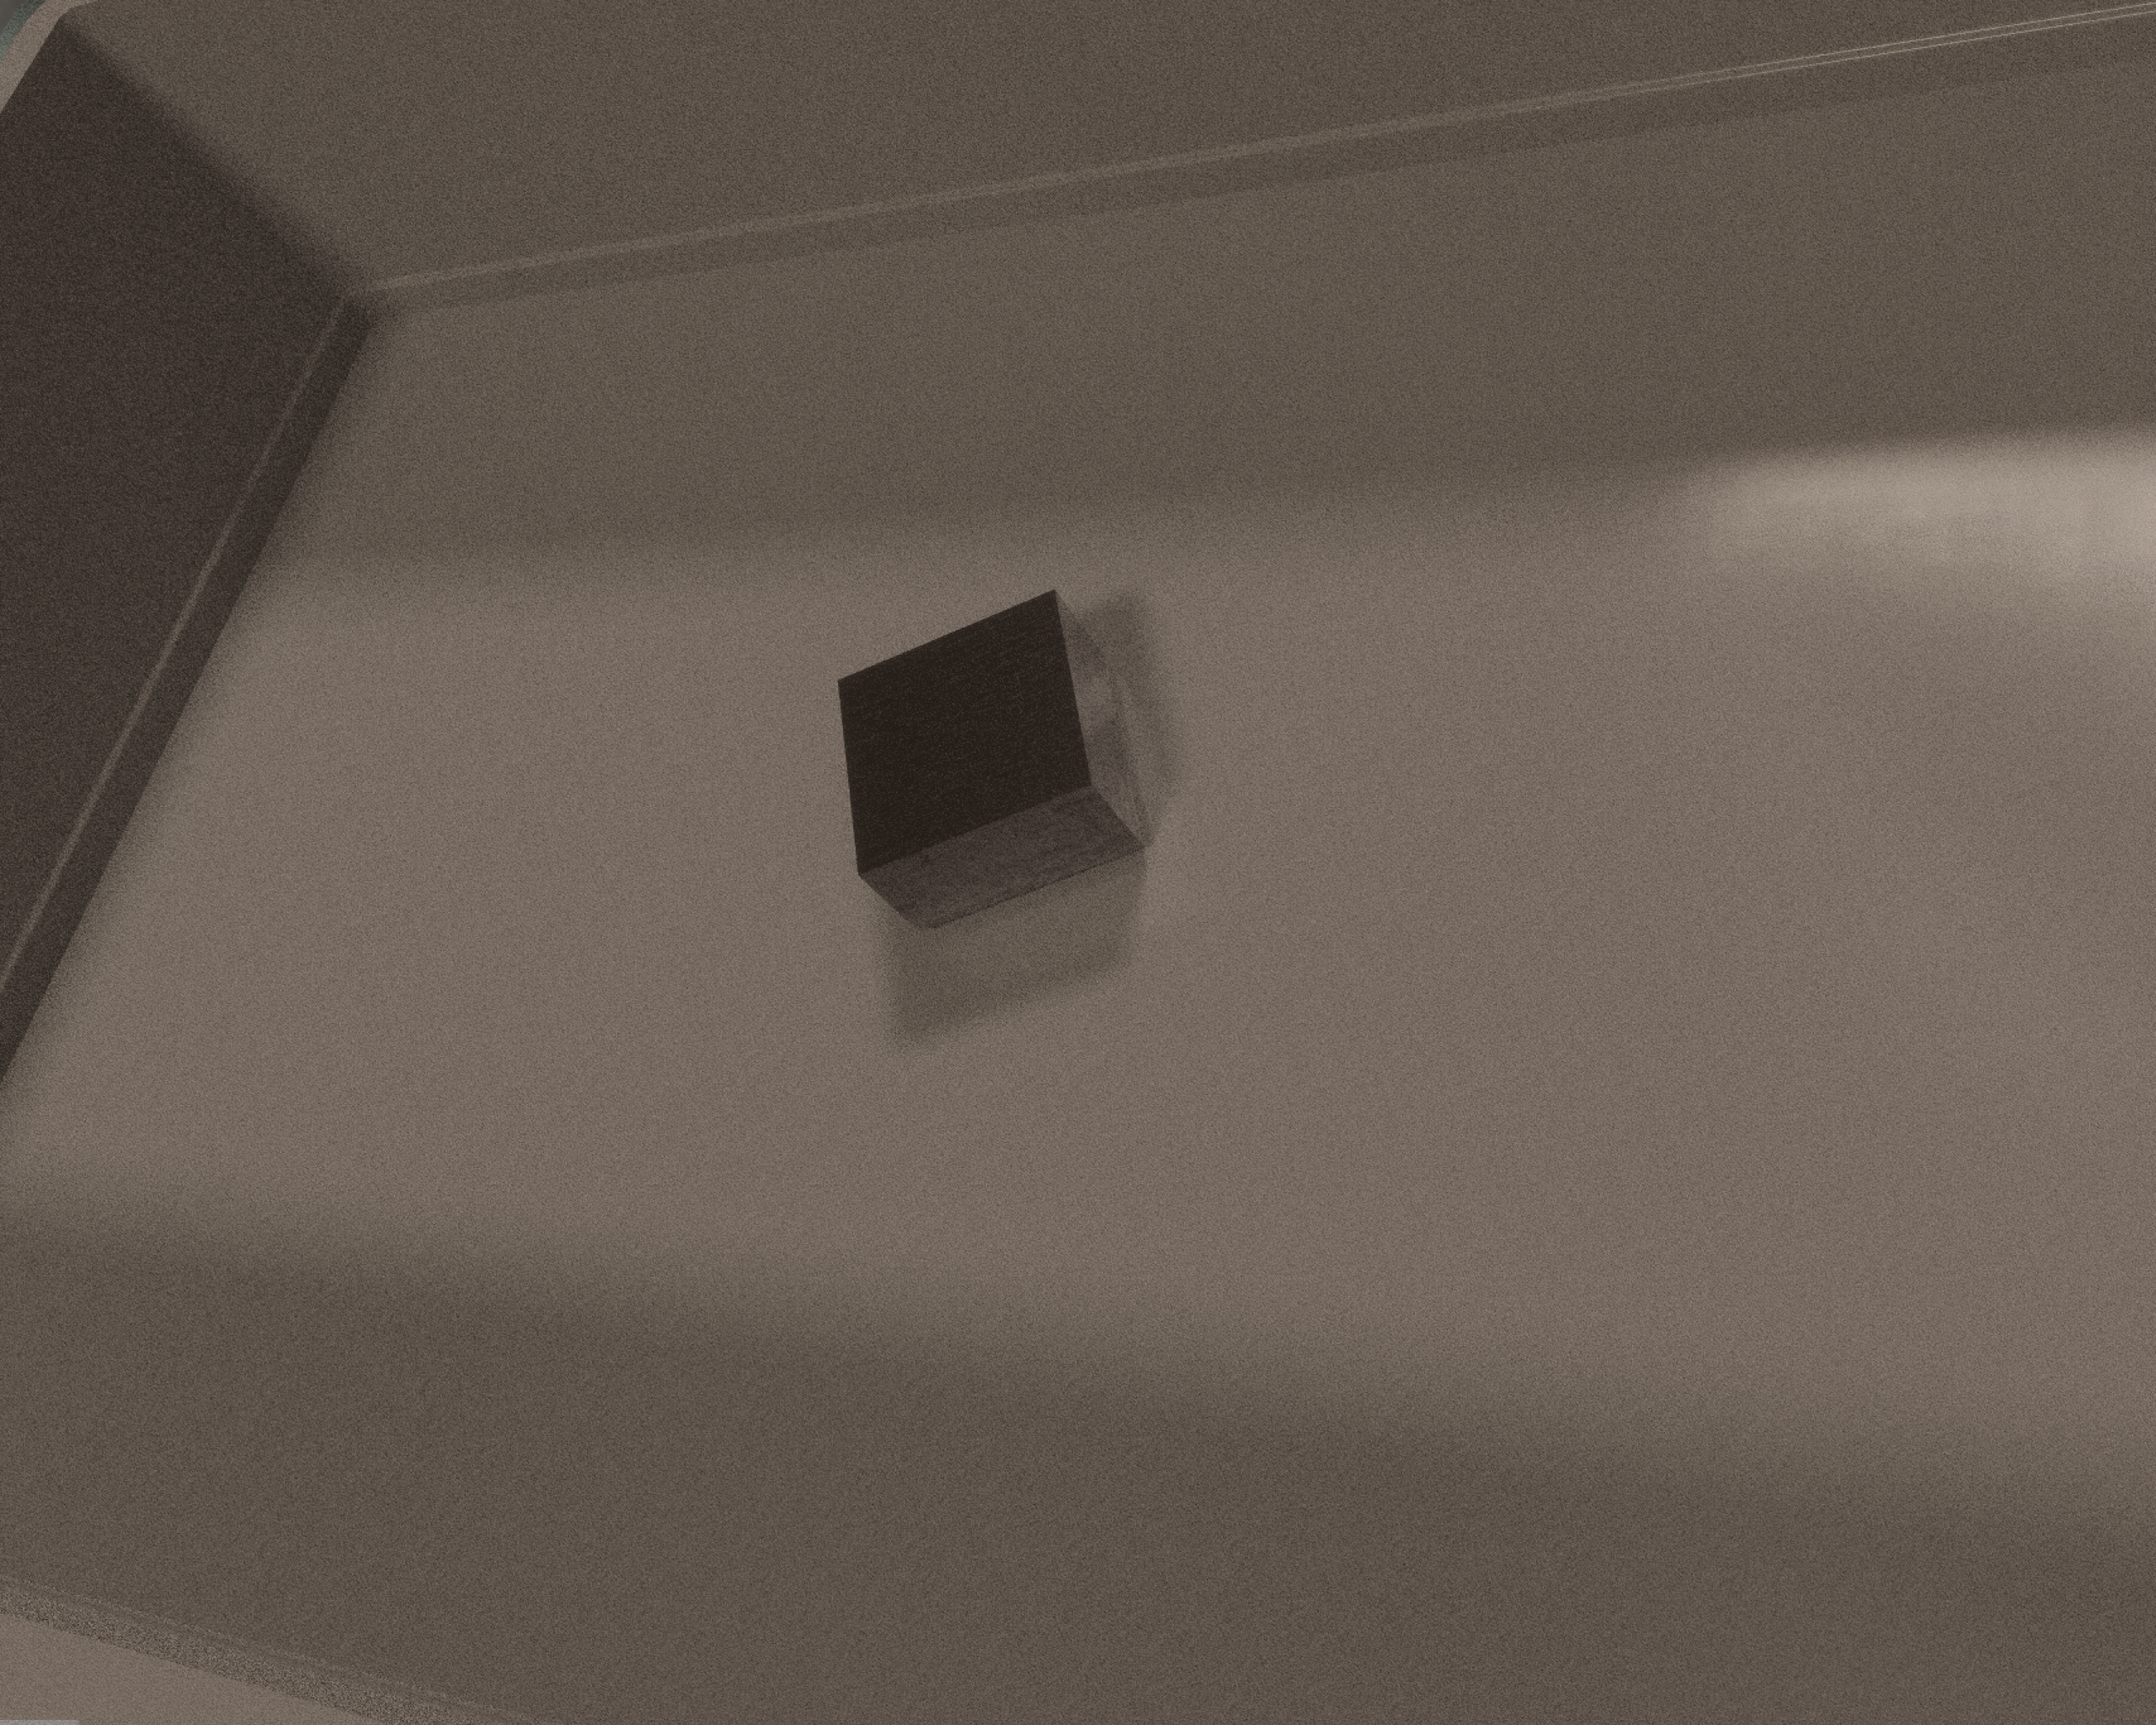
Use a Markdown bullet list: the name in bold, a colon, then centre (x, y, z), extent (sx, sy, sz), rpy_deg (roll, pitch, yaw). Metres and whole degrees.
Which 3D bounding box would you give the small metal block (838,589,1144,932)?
- **small metal block**: centre (-0.018, -0.020, 0.422), extent (0.050, 0.025, 0.050), rpy_deg (-21, 54, 15)
